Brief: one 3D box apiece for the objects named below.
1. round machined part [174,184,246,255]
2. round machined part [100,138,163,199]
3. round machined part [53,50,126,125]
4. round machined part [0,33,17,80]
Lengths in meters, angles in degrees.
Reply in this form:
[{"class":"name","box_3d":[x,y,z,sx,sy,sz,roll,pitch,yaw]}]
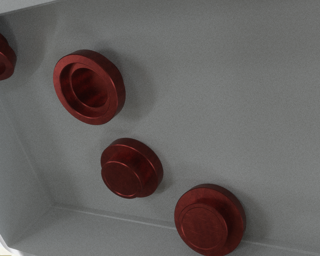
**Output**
[{"class":"round machined part","box_3d":[0.064,0.129,0.422,0.098,0.042,0.097,3,97,26]},{"class":"round machined part","box_3d":[-0.048,0.067,0.465,0.098,0.042,0.097,13,124,21]},{"class":"round machined part","box_3d":[-0.088,-0.056,0.409,0.098,0.042,0.097,13,124,21]},{"class":"round machined part","box_3d":[-0.259,-0.112,0.444,0.099,0.042,0.098,0,155,0]}]
